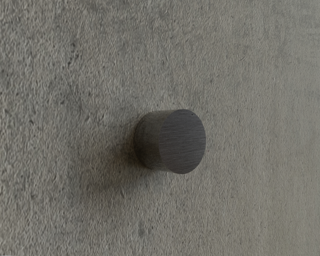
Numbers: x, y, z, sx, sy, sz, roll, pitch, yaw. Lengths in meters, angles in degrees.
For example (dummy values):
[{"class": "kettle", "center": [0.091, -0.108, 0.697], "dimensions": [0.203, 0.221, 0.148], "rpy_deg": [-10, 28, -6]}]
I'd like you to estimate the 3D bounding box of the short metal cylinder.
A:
[{"class": "short metal cylinder", "center": [0.013, 0.016, 0.399], "dimensions": [0.081, 0.050, 0.080], "rpy_deg": [0, 90, -40]}]
